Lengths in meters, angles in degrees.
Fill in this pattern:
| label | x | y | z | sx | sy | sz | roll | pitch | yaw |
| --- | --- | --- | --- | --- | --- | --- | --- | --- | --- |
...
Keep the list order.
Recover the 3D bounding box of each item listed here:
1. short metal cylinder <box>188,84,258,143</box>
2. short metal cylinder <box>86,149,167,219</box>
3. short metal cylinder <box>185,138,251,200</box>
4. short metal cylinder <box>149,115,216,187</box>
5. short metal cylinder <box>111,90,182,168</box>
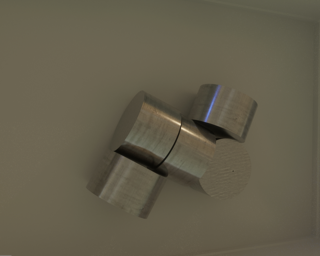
| label | x | y | z | sx | sy | sz | roll | pitch | yaw |
| --- | --- | --- | --- | --- | --- | --- | --- | --- | --- |
| short metal cylinder | 0.082 | -0.018 | 0.411 | 0.080 | 0.080 | 0.050 | 24 | 82 | -19 |
| short metal cylinder | -0.039 | 0.065 | 0.366 | 0.080 | 0.080 | 0.050 | 31 | 80 | -18 |
| short metal cylinder | 0.076 | 0.053 | 0.425 | 0.081 | 0.050 | 0.079 | 0 | 90 | -21 |
| short metal cylinder | 0.025 | 0.027 | 0.391 | 0.050 | 0.080 | 0.080 | 28 | 81 | -18 |
| short metal cylinder | -0.018 | 0.002 | 0.374 | 0.050 | 0.080 | 0.080 | 27 | 81 | -18 |
